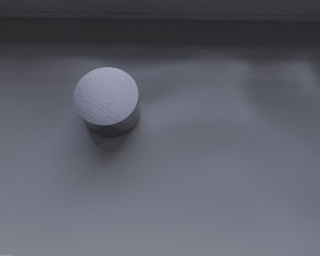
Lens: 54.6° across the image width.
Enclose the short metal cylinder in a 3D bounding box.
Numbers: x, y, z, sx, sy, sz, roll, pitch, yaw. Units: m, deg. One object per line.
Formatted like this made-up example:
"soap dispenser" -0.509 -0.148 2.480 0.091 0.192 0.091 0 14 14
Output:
"short metal cylinder" -0.067 -0.032 0.408 0.080 0.050 0.080 0 70 0
